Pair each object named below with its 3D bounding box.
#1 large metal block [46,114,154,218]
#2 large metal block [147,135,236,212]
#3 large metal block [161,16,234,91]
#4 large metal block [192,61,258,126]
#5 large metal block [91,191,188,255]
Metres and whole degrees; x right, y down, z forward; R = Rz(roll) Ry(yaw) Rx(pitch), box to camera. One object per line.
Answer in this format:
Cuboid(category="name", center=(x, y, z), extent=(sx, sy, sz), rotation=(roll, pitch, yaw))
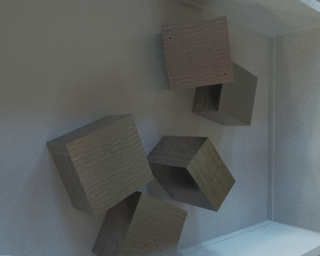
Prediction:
Cuboid(category="large metal block", center=(-0.063, 0.037, 0.339), extent=(0.081, 0.050, 0.080), rotation=(-29, 108, -37))
Cuboid(category="large metal block", center=(0.038, 0.057, 0.405), extent=(0.050, 0.080, 0.080), rotation=(-50, 120, -28))
Cuboid(category="large metal block", center=(0.047, -0.094, 0.405), extent=(0.080, 0.050, 0.079), rotation=(-8, 97, 1))
Cuboid(category="large metal block", center=(0.101, -0.052, 0.478), extent=(0.080, 0.050, 0.080), rotation=(19, 78, -39))
Cuboid(category="large metal block", center=(-0.022, 0.124, 0.374), extent=(0.080, 0.050, 0.080), rotation=(32, 70, -36))
